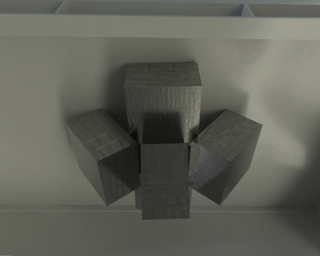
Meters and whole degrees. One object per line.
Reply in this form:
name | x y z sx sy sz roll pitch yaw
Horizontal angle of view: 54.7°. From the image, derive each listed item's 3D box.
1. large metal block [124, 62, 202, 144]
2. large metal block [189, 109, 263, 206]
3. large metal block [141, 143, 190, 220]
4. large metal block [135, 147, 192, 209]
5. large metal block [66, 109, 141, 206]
large metal block | 0.004 -0.028 0.363 0.080 0.050 0.079 -1 130 1
large metal block | 0.081 0.036 0.393 0.050 0.080 0.079 28 137 28
large metal block | 0.005 0.059 0.369 0.050 0.080 0.080 -1 86 -1
large metal block | 0.005 0.075 0.455 0.081 0.050 0.079 0 130 -1
large metal block | -0.070 0.036 0.391 0.050 0.080 0.079 -27 137 -26
